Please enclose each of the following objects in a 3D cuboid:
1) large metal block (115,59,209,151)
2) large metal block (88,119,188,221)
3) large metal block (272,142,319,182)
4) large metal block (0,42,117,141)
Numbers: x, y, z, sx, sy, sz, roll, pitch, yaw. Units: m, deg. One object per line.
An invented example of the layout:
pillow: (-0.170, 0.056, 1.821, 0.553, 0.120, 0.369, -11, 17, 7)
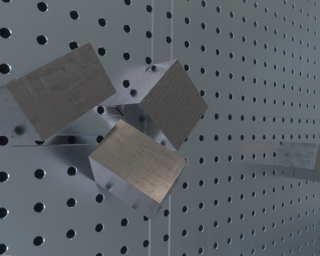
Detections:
large metal block: (0.005, -0.028, 0.396, 0.080, 0.050, 0.080, 52, 60, -27)
large metal block: (-0.024, 0.048, 0.331, 0.080, 0.080, 0.050, 32, 63, 10)
large metal block: (0.283, 0.067, 0.608, 0.080, 0.080, 0.050, 31, 71, -36)
large metal block: (-0.102, -0.032, 0.287, 0.080, 0.080, 0.050, -40, 115, -33)
